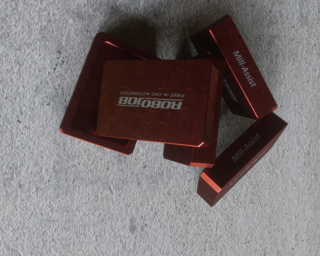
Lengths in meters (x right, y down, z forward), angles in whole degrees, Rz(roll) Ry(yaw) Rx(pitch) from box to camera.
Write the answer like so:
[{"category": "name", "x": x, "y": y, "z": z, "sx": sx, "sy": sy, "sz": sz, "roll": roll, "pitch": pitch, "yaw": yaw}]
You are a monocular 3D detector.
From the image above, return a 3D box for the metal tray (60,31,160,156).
[{"category": "metal tray", "x": -0.059, "y": -0.041, "z": 0.387, "sx": 0.091, "sy": 0.030, "sz": 0.129, "roll": 21, "pitch": 83, "yaw": -19}]

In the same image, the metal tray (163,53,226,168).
[{"category": "metal tray", "x": 0.040, "y": -0.020, "z": 0.392, "sx": 0.030, "sy": 0.090, "sz": 0.129, "roll": 7, "pitch": 88, "yaw": -20}]

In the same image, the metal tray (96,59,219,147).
[{"category": "metal tray", "x": -0.005, "y": -0.029, "z": 0.349, "sx": 0.130, "sy": 0.030, "sz": 0.089, "roll": 5, "pitch": 88, "yaw": 24}]

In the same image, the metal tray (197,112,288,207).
[{"category": "metal tray", "x": 0.107, "y": 0.043, "z": 0.417, "sx": 0.130, "sy": 0.090, "sz": 0.030, "roll": -40, "pitch": 68, "yaw": -15}]

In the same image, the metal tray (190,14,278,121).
[{"category": "metal tray", "x": 0.094, "y": -0.076, "z": 0.409, "sx": 0.030, "sy": 0.090, "sz": 0.130, "roll": -32, "pitch": 101, "yaw": -3}]
